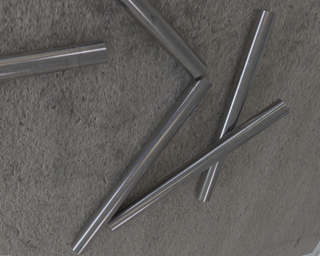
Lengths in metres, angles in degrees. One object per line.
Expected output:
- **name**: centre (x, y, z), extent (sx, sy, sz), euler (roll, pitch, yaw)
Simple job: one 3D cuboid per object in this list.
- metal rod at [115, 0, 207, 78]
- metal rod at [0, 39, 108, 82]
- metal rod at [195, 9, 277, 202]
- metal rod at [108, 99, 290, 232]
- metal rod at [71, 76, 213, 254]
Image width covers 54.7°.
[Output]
- **metal rod**: centre (-0.046, -0.143, 0.292), extent (0.025, 0.025, 0.301), euler (-48, 129, 6)
- **metal rod**: centre (-0.196, -0.043, 0.272), extent (0.302, 0.025, 0.025), euler (-15, 125, -20)
- **metal rod**: centre (0.103, -0.016, 0.452), extent (0.025, 0.025, 0.298), euler (-1, 119, -28)
- **metal rod**: centre (0.051, 0.055, 0.445), extent (0.300, 0.025, 0.025), euler (-35, 130, 4)
- **metal rod**: centre (-0.030, 0.055, 0.424), extent (0.025, 0.025, 0.299), euler (29, 102, -38)
